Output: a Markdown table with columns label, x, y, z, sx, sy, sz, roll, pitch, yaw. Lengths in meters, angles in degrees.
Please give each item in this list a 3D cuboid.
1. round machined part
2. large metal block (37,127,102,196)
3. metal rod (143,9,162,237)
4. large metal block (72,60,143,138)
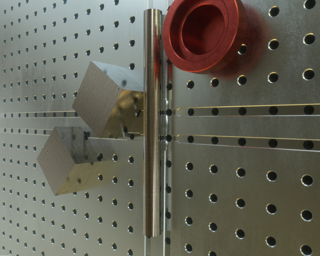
| label | x | y | z | sx | sy | sz | roll | pitch | yaw |
| --- | --- | --- | --- | --- | --- | --- | --- | --- | --- |
| round machined part | 0.054 | -0.110 | 0.354 | 0.098 | 0.042 | 0.097 | 0 | 90 | 40 |
| large metal block | -0.154 | 0.054 | 0.521 | 0.080 | 0.050 | 0.080 | -52 | 60 | 27 |
| metal rod | -0.010 | -0.007 | 0.417 | 0.025 | 0.025 | 0.298 | 0 | 90 | 40 |
| large metal block | -0.075 | -0.041 | 0.455 | 0.080 | 0.050 | 0.080 | 43 | 116 | 31 |
